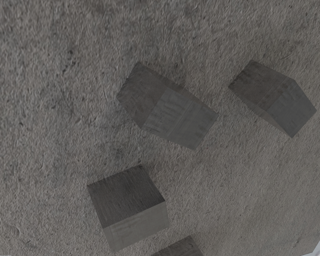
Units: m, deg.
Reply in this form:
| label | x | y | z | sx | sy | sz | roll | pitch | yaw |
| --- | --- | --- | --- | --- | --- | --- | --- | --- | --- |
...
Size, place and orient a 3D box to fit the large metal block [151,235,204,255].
| label | x | y | z | sx | sy | sz | roll | pitch | yaw |
| --- | --- | --- | --- | --- | --- | --- | --- | --- | --- |
| large metal block | 0.036 | 0.258 | 0.570 | 0.081 | 0.050 | 0.080 | -22 | 127 | -16 |

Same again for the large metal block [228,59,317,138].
| label | x | y | z | sx | sy | sz | roll | pitch | yaw |
| --- | --- | --- | --- | --- | --- | --- | --- | --- | --- |
| large metal block | 0.155 | -0.041 | 0.430 | 0.080 | 0.080 | 0.050 | 33 | 100 | -39 |

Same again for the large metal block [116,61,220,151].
| label | x | y | z | sx | sy | sz | roll | pitch | yaw |
| --- | --- | --- | --- | --- | --- | --- | --- | --- | --- |
| large metal block | 0.007 | -0.026 | 0.359 | 0.080 | 0.080 | 0.050 | 23 | 106 | -37 |

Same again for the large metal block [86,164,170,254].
| label | x | y | z | sx | sy | sz | roll | pitch | yaw |
| --- | --- | --- | --- | --- | --- | --- | --- | --- | --- |
| large metal block | -0.043 | 0.103 | 0.412 | 0.081 | 0.080 | 0.050 | -20 | 126 | -16 |
